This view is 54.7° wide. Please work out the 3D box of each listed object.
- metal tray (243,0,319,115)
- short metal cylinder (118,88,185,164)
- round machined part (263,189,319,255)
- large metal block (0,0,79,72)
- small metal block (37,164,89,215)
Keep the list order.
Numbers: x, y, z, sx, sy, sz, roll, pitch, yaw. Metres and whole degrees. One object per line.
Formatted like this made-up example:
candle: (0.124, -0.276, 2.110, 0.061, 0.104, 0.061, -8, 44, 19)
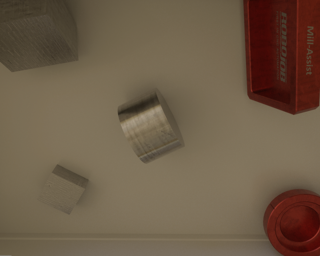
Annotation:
metal tray: (0.132, -0.088, 0.343, 0.030, 0.090, 0.129, -14, 111, -14)
short metal cylinder: (-0.010, -0.003, 0.381, 0.050, 0.080, 0.080, -26, 108, 9)
round machined part: (0.199, 0.134, 0.448, 0.099, 0.042, 0.097, 0, 99, 2)
large metal block: (-0.142, -0.108, 0.333, 0.080, 0.080, 0.050, -9, 70, 3)
small metal block: (-0.138, 0.088, 0.442, 0.050, 0.025, 0.050, 29, 107, -11)
